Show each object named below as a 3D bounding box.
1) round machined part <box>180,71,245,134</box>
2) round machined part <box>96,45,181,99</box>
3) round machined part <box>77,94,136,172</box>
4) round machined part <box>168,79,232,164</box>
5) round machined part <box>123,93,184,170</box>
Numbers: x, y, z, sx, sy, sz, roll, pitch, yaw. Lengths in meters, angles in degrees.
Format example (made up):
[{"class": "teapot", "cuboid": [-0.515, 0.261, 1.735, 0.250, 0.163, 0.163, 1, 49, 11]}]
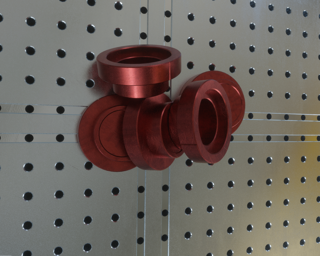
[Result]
[{"class": "round machined part", "cuboid": [0.079, -0.032, 0.434, 0.099, 0.042, 0.097, 0, 90, -21]}, {"class": "round machined part", "cuboid": [-0.024, -0.067, 0.371, 0.099, 0.098, 0.042, -13, 120, -20]}, {"class": "round machined part", "cuboid": [-0.051, 0.006, 0.386, 0.099, 0.042, 0.097, 0, 90, -21]}, {"class": "round machined part", "cuboid": [0.046, -0.007, 0.371, 0.099, 0.042, 0.097, 2, 87, -53]}, {"class": "round machined part", "cuboid": [0.002, 0.003, 0.380, 0.099, 0.042, 0.097, 8, 80, -57]}]
